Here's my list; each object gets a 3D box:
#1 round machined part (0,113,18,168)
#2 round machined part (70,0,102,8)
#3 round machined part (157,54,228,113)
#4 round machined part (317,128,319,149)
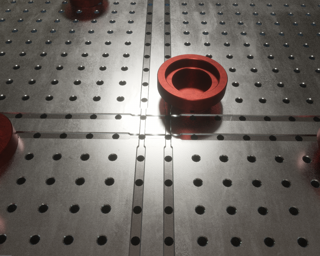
[{"bbox_3d":[-0.234,0.013,0.383,0.099,0.042,0.098,0,50,0],"label":"round machined part"},{"bbox_3d":[-0.154,-0.282,0.632,0.099,0.042,0.098,0,50,0],"label":"round machined part"},{"bbox_3d":[0.045,-0.060,0.448,0.099,0.042,0.098,0,50,0],"label":"round machined part"},{"bbox_3d":[0.244,0.024,0.379,0.099,0.042,0.098,0,50,0],"label":"round machined part"}]
